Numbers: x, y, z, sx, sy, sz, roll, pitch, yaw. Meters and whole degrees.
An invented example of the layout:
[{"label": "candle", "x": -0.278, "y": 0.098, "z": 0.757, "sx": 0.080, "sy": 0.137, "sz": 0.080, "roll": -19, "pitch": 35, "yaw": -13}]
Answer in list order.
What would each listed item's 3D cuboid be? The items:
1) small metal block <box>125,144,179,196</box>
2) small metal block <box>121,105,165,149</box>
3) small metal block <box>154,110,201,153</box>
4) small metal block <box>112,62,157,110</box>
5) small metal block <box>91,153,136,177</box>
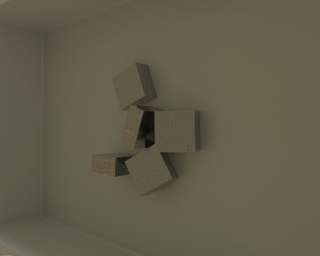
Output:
[{"label": "small metal block", "x": -0.011, "y": 0.055, "z": 0.406, "sx": 0.050, "sy": 0.025, "sz": 0.050, "roll": -31, "pitch": 70, "yaw": 15}, {"label": "small metal block", "x": -0.019, "y": -0.002, "z": 0.406, "sx": 0.025, "sy": 0.050, "sz": 0.050, "roll": 26, "pitch": 106, "yaw": 38}, {"label": "small metal block", "x": 0.022, "y": 0.004, "z": 0.380, "sx": 0.050, "sy": 0.025, "sz": 0.050, "roll": -1, "pitch": 89, "yaw": 21}, {"label": "small metal block", "x": -0.036, "y": -0.057, "z": 0.437, "sx": 0.050, "sy": 0.025, "sz": 0.050, "roll": -26, "pitch": 74, "yaw": 37}, {"label": "small metal block", "x": -0.062, "y": 0.051, "z": 0.442, "sx": 0.050, "sy": 0.050, "sz": 0.025, "roll": 2, "pitch": 91, "yaw": 40}]
